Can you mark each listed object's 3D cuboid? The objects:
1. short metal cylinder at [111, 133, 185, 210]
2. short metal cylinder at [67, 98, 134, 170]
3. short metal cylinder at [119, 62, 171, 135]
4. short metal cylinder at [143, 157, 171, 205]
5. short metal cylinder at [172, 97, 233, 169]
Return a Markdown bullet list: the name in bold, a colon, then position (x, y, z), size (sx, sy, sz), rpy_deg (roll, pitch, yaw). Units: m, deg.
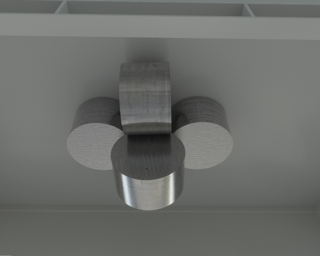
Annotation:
- **short metal cylinder**: position (-0.012, 0.045, 0.350), size (0.080, 0.080, 0.050), rpy_deg (-1, 130, 0)
- **short metal cylinder**: position (-0.073, 0.008, 0.397), size (0.081, 0.050, 0.079), rpy_deg (0, 130, 0)
- **short metal cylinder**: position (-0.014, -0.032, 0.342), size (0.050, 0.080, 0.079), rpy_deg (-2, 130, 1)
- **short metal cylinder**: position (-0.012, 0.066, 0.426), size (0.050, 0.080, 0.079), rpy_deg (-2, 130, 1)
- **short metal cylinder**: position (0.049, 0.007, 0.396), size (0.081, 0.050, 0.079), rpy_deg (0, 130, 0)
